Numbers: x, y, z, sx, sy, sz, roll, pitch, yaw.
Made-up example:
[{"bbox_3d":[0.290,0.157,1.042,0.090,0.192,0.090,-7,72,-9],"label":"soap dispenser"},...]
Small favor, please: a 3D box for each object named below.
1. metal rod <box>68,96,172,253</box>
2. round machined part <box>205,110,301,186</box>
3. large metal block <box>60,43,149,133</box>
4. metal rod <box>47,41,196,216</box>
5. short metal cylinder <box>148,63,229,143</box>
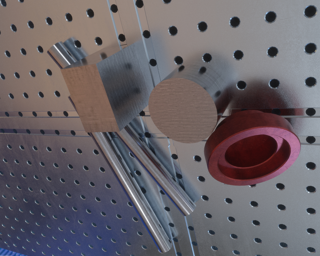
[{"bbox_3d":[-0.055,0.077,0.485,0.025,0.025,0.299,-15,111,34],"label":"metal rod"},{"bbox_3d":[0.097,0.018,0.341,0.099,0.042,0.097,-4,135,-4],"label":"round machined part"},{"bbox_3d":[-0.061,-0.049,0.376,0.050,0.080,0.080,-2,118,29],"label":"large metal block"},{"bbox_3d":[-0.049,0.007,0.439,0.025,0.025,0.300,-32,101,38],"label":"metal rod"},{"bbox_3d":[0.034,-0.029,0.358,0.080,0.050,0.079,13,124,20],"label":"short metal cylinder"}]
